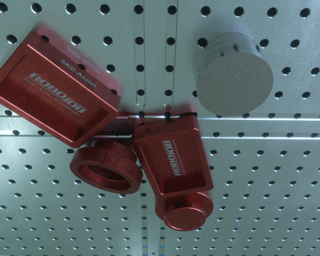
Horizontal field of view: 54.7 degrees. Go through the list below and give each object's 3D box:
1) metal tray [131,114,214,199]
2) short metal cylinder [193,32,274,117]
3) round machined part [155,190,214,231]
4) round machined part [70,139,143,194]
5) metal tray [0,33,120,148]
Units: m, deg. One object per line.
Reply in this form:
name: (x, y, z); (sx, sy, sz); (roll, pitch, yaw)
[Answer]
metal tray: (0.022, 0.046, 0.448); (0.090, 0.030, 0.129); (-12, 129, 9)
short metal cylinder: (0.079, -0.059, 0.346); (0.081, 0.050, 0.079); (0, 130, 0)
round machined part: (0.040, 0.136, 0.517); (0.099, 0.042, 0.097); (-1, 130, 0)
round machined part: (-0.070, 0.051, 0.429); (0.098, 0.042, 0.098); (13, 148, 8)
metal tray: (-0.125, -0.038, 0.373); (0.090, 0.030, 0.130); (-37, 122, 26)
